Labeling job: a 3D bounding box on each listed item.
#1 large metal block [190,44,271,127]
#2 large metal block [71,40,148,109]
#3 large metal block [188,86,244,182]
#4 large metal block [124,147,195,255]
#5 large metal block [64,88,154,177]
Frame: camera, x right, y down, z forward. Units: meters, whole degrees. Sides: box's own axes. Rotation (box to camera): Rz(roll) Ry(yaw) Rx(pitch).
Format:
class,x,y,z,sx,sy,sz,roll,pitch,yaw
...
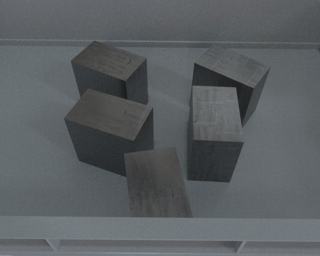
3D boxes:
class,x,y,z,sx,sy,sz,roll,pitch,yaw
large metal block,0.090,-0.054,0.416,0.080,0.080,0.050,29,56,21
large metal block,-0.064,-0.061,0.420,0.080,0.080,0.050,22,54,17
large metal block,0.060,0.008,0.364,0.050,0.080,0.080,3,50,2
large metal block,-0.003,0.077,0.305,0.050,0.080,0.080,-7,51,-6
large metal block,-0.054,0.009,0.361,0.080,0.080,0.050,17,52,13
